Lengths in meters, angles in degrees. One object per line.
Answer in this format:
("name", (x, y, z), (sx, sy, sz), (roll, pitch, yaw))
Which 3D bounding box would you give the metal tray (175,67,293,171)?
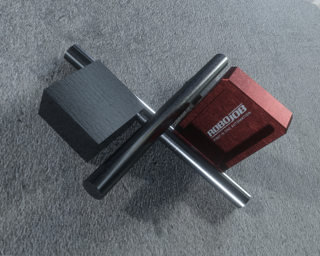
("metal tray", (0.083, -0.004, 0.386), (0.090, 0.129, 0.030), (40, 51, -1))

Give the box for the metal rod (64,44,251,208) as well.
("metal rod", (-0.003, -0.002, 0.407), (0.300, 0.025, 0.025), (41, 51, -1))

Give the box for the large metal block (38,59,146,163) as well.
("large metal block", (-0.078, -0.021, 0.359), (0.080, 0.050, 0.080), (45, 51, 3))

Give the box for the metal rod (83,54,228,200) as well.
("metal rod", (0.015, -0.023, 0.397), (0.025, 0.025, 0.301), (43, 51, 1))

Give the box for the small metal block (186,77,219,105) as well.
("small metal block", (0.066, -0.058, 0.478), (0.050, 0.025, 0.050), (46, 51, 3))
